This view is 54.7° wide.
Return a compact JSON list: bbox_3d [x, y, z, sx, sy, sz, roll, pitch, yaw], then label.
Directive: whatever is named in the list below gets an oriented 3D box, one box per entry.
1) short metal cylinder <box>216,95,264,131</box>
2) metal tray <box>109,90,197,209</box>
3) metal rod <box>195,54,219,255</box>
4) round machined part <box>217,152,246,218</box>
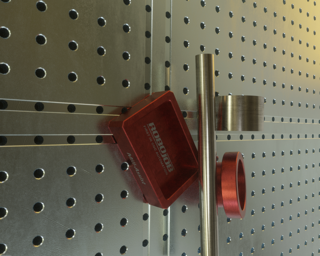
[{"bbox_3d":[0.116,-0.021,0.470,0.081,0.080,0.050,1,90,-40],"label":"short metal cylinder"},{"bbox_3d":[0.001,0.028,0.406,0.091,0.030,0.129,-38,113,-34],"label":"metal tray"},{"bbox_3d":[0.065,0.051,0.423,0.025,0.025,0.298,-3,92,-40],"label":"metal rod"},{"bbox_3d":[0.102,0.085,0.466,0.098,0.042,0.097,-5,90,-68],"label":"round machined part"}]
